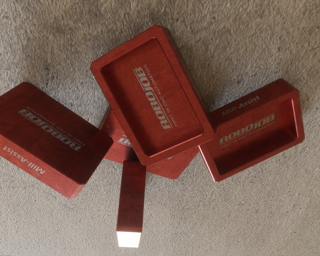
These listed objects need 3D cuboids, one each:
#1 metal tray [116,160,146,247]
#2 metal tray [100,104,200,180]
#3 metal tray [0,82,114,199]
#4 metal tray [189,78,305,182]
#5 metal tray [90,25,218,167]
[{"bbox_3d":[-0.040,0.111,0.434,0.030,0.090,0.129,5,151,-4],"label":"metal tray"},{"bbox_3d":[-0.016,0.016,0.419,0.131,0.030,0.089,20,127,-17],"label":"metal tray"},{"bbox_3d":[-0.128,0.010,0.353,0.130,0.090,0.030,35,123,-6],"label":"metal tray"},{"bbox_3d":[0.111,0.006,0.390,0.130,0.030,0.090,-26,127,2],"label":"metal tray"},{"bbox_3d":[-0.006,-0.033,0.339,0.090,0.030,0.130,-25,97,19],"label":"metal tray"}]
